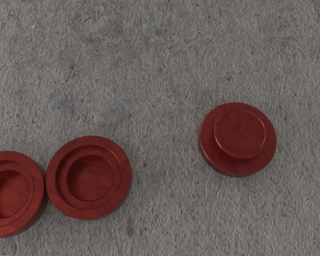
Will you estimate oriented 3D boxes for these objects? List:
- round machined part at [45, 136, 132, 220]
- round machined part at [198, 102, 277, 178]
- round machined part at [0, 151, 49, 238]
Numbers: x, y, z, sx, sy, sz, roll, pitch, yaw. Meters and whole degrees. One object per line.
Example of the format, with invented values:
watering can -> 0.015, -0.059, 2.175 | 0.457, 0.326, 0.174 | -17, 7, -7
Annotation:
round machined part -> -0.082, 0.062, 0.376 | 0.099, 0.042, 0.098 | 0, 70, 0
round machined part -> 0.100, 0.011, 0.396 | 0.099, 0.042, 0.098 | 0, 70, 0
round machined part -> -0.181, 0.079, 0.369 | 0.099, 0.042, 0.098 | 0, 70, 0
